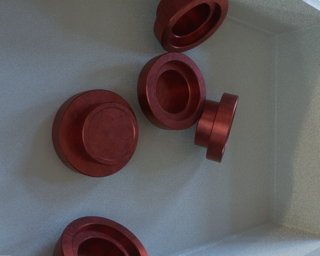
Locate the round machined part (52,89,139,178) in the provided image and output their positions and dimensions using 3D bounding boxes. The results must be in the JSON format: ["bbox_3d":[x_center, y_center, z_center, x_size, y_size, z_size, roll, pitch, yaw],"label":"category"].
[{"bbox_3d":[-0.063,0.006,0.342,0.099,0.042,0.097,0,90,-40],"label":"round machined part"}]

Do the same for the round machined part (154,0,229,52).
[{"bbox_3d":[0.035,-0.146,0.399,0.099,0.097,0.042,-15,66,-39],"label":"round machined part"}]

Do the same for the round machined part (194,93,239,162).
[{"bbox_3d":[0.078,-0.003,0.440,0.098,0.042,0.097,14,91,-76],"label":"round machined part"}]

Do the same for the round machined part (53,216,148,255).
[{"bbox_3d":[-0.063,0.141,0.318,0.099,0.098,0.042,17,112,-39],"label":"round machined part"}]

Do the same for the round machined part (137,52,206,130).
[{"bbox_3d":[0.011,-0.046,0.402,0.099,0.042,0.097,1,88,-38],"label":"round machined part"}]
